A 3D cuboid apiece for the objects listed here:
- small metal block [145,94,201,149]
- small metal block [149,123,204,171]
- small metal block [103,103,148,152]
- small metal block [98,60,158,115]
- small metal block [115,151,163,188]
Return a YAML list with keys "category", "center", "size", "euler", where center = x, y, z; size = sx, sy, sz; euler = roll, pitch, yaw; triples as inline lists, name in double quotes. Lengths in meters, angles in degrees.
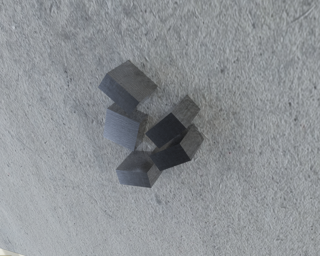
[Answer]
- category: "small metal block"
  center: [0.016, -0.008, 0.377]
  size: [0.025, 0.050, 0.050]
  euler: [47, 129, -5]
- category: "small metal block"
  center: [0.022, 0.025, 0.394]
  size: [0.050, 0.050, 0.025]
  euler: [-25, 105, 37]
- category: "small metal block"
  center: [-0.048, -0.003, 0.431]
  size: [0.050, 0.025, 0.050]
  euler: [24, 127, 13]
- category: "small metal block"
  center: [-0.038, -0.051, 0.379]
  size: [0.050, 0.050, 0.025]
  euler: [42, 129, -1]
- category: "small metal block"
  center: [-0.026, 0.057, 0.440]
  size: [0.050, 0.050, 0.025]
  euler: [2, 119, 27]
